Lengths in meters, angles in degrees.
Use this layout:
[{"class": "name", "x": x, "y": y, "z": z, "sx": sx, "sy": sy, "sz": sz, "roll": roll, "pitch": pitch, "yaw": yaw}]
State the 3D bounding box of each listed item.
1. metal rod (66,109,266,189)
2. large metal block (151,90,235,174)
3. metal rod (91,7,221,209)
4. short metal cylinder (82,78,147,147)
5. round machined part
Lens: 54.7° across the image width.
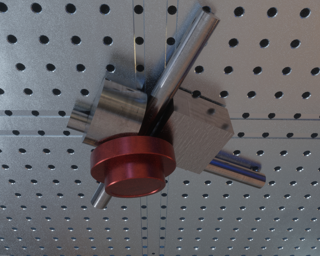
[{"class": "metal rod", "x": 0.020, "y": 0.035, "z": 0.441, "sx": 0.302, "sy": 0.025, "sz": 0.025, "roll": 19, "pitch": 127, "yaw": -16}, {"class": "large metal block", "x": 0.034, "y": 0.005, "z": 0.396, "sx": 0.080, "sy": 0.050, "sz": 0.079, "roll": 20, "pitch": 127, "yaw": -17}, {"class": "metal rod", "x": -0.019, "y": -0.004, "z": 0.383, "sx": 0.025, "sy": 0.025, "sz": 0.298, "roll": 22, "pitch": 119, "yaw": -18}, {"class": "short metal cylinder", "x": -0.054, "y": -0.013, "z": 0.363, "sx": 0.050, "sy": 0.080, "sz": 0.079, "roll": 20, "pitch": 127, "yaw": -16}, {"class": "round machined part", "x": -0.030, "y": 0.050, "z": 0.357, "sx": 0.099, "sy": 0.042, "sz": 0.098, "roll": -6, "pitch": 151, "yaw": -3}]
